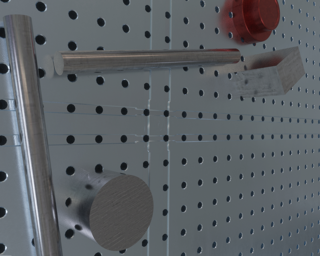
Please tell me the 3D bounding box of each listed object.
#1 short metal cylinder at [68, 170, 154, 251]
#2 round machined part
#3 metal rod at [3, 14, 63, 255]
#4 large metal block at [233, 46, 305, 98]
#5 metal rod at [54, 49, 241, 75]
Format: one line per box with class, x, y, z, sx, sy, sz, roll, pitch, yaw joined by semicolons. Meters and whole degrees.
short metal cylinder;-0.054;0.089;0.348;0.081;0.050;0.079;0;90;-40
round machined part;0.175;-0.202;0.545;0.099;0.042;0.097;0;90;-40
metal rod;-0.121;0.043;0.308;0.025;0.025;0.298;-10;96;-40
large metal block;0.187;-0.094;0.530;0.080;0.080;0.050;-38;114;-33
metal rod;0.009;-0.093;0.416;0.302;0.025;0.025;-13;98;-39
